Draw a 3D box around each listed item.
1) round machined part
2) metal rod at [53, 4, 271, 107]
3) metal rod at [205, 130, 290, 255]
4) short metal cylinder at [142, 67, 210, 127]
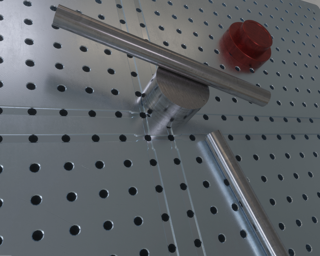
[{"bbox_3d":[0.175,-0.167,0.593,0.099,0.042,0.098,13,56,-21],"label":"round machined part"},{"bbox_3d":[0.016,-0.087,0.405,0.302,0.025,0.025,18,55,-18],"label":"metal rod"},{"bbox_3d":[0.138,0.137,0.398,0.025,0.025,0.299,-14,69,-34],"label":"metal rod"},{"bbox_3d":[0.021,-0.048,0.432,0.081,0.050,0.080,13,56,-21],"label":"short metal cylinder"}]
